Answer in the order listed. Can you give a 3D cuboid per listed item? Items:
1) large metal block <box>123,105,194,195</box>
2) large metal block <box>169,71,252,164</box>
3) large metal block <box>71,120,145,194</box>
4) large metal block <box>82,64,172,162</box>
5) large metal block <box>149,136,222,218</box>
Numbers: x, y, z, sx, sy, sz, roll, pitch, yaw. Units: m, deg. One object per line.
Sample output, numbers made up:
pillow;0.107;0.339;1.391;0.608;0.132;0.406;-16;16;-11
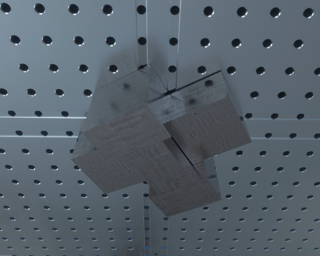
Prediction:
large metal block;0.000;0.024;0.395;0.050;0.080;0.080;-23;127;18
large metal block;0.057;-0.010;0.386;0.080;0.050;0.080;-23;129;18
large metal block;-0.060;0.038;0.428;0.080;0.050;0.080;-21;127;17
large metal block;-0.035;-0.018;0.359;0.080;0.080;0.050;-22;126;18
large metal block;0.033;0.066;0.432;0.080;0.080;0.050;-23;126;17
